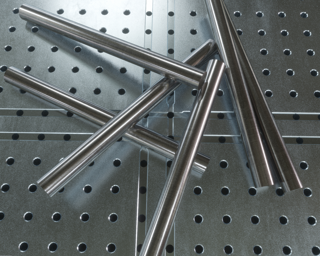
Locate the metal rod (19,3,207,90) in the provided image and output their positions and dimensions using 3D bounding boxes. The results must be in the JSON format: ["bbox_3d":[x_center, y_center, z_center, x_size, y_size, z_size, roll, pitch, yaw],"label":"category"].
[{"bbox_3d":[-0.077,-0.118,0.430,0.300,0.025,0.025,25,72,18],"label":"metal rod"}]

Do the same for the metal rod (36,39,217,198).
[{"bbox_3d":[-0.025,-0.026,0.398,0.025,0.025,0.301,42,66,13],"label":"metal rod"}]

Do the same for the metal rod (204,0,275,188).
[{"bbox_3d":[0.102,-0.069,0.422,0.025,0.025,0.299,-11,76,-4],"label":"metal rod"}]

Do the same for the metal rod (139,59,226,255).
[{"bbox_3d":[0.025,0.046,0.366,0.025,0.025,0.300,19,70,7],"label":"metal rod"}]

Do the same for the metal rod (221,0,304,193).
[{"bbox_3d":[0.126,-0.058,0.433,0.025,0.025,0.299,-14,71,-5],"label":"metal rod"}]

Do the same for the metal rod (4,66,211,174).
[{"bbox_3d":[-0.076,-0.014,0.416,0.301,0.025,0.025,24,72,8],"label":"metal rod"}]
